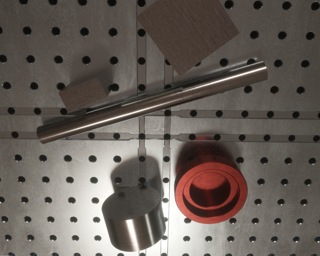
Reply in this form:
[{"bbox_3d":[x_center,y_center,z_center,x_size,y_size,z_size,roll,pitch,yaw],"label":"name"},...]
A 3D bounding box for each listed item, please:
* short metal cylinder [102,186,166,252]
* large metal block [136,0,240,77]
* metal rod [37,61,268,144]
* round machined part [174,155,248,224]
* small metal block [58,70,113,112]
[{"bbox_3d":[-0.035,0.123,0.429,0.080,0.080,0.050,-9,110,3],"label":"short metal cylinder"},{"bbox_3d":[0.030,-0.119,0.357,0.080,0.050,0.080,-35,107,11],"label":"large metal block"},{"bbox_3d":[-0.014,-0.031,0.401,0.301,0.025,0.025,-16,110,5],"label":"metal rod"},{"bbox_3d":[0.069,0.082,0.436,0.099,0.042,0.097,0,110,-1],"label":"round machined part"},{"bbox_3d":[-0.089,-0.047,0.381,0.050,0.050,0.025,-20,109,7],"label":"small metal block"}]
